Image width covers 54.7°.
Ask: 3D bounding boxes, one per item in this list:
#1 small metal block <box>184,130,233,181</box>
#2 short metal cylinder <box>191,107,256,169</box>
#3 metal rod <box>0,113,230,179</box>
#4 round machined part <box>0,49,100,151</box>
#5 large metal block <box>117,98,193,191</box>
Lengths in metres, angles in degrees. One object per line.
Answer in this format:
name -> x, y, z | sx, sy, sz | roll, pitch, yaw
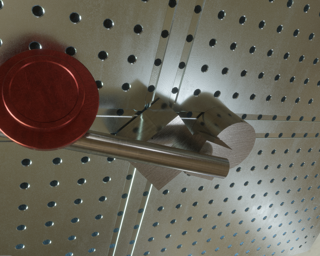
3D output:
small metal block -> 0.057, 0.036, 0.399 | 0.050, 0.025, 0.050 | 20, 108, -36
short metal cylinder -> 0.092, 0.015, 0.457 | 0.081, 0.050, 0.079 | -14, 125, -21
metal rod -> -0.065, 0.017, 0.331 | 0.302, 0.025, 0.025 | 13, 113, -16
round machined part -> -0.107, -0.029, 0.290 | 0.099, 0.042, 0.097 | 3, 79, -17
large metal block -> -0.001, 0.022, 0.407 | 0.080, 0.050, 0.080 | -40, 130, -2
